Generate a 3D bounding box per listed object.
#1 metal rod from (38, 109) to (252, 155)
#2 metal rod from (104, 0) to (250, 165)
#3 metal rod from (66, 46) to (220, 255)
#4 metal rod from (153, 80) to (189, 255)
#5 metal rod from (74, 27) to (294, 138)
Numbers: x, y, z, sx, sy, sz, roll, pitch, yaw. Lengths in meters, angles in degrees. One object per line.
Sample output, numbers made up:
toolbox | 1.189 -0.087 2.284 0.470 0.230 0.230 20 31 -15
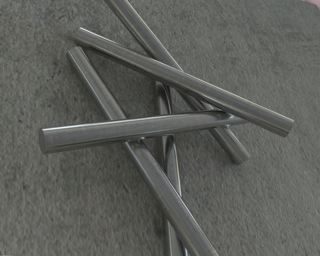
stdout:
metal rod | 0.017 -0.005 0.367 0.303 0.025 0.025 -8 66 -34
metal rod | 0.024 -0.070 0.430 0.300 0.025 0.025 51 51 -5
metal rod | -0.030 0.019 0.357 0.025 0.025 0.299 -21 67 -36
metal rod | 0.008 0.012 0.402 0.025 0.025 0.299 10 57 -24
metal rod | 0.025 -0.062 0.404 0.301 0.025 0.025 25 51 7
